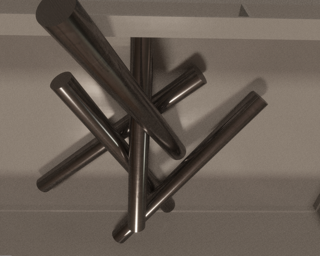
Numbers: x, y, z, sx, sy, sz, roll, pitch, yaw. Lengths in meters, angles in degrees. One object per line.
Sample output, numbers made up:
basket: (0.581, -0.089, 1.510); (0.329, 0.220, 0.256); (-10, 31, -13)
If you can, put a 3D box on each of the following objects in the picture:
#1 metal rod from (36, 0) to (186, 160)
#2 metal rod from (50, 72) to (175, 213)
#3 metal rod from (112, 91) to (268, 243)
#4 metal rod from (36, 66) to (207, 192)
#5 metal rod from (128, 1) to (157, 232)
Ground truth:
metal rod: (-0.016, -0.016, 0.306); (0.025, 0.025, 0.300); (-14, 157, 12)
metal rod: (-0.043, 0.042, 0.415); (0.025, 0.025, 0.299); (-18, 137, 14)
metal rod: (0.029, 0.066, 0.433); (0.025, 0.025, 0.299); (32, 113, -25)
metal rod: (-0.067, 0.013, 0.419); (0.299, 0.025, 0.025); (-33, 123, 25)
metal rod: (-0.025, 0.008, 0.373); (0.025, 0.025, 0.298); (2, 118, -3)
